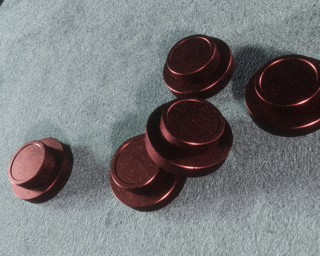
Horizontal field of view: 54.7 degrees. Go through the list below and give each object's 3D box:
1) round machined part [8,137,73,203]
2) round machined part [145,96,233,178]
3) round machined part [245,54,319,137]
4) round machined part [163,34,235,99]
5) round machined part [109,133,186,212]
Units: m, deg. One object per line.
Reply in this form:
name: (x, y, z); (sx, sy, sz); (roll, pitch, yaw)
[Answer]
round machined part: (-0.180, 0.057, 0.453); (0.098, 0.042, 0.098); (-13, 56, 21)
round machined part: (0.034, 0.003, 0.346); (0.099, 0.042, 0.098); (4, 51, -5)
round machined part: (0.144, -0.042, 0.343); (0.098, 0.042, 0.098); (-13, 56, 21)
round machined part: (0.048, -0.088, 0.422); (0.098, 0.042, 0.098); (-13, 56, 21)
round machined part: (-0.019, 0.048, 0.374); (0.098, 0.042, 0.098); (-13, 56, 21)
